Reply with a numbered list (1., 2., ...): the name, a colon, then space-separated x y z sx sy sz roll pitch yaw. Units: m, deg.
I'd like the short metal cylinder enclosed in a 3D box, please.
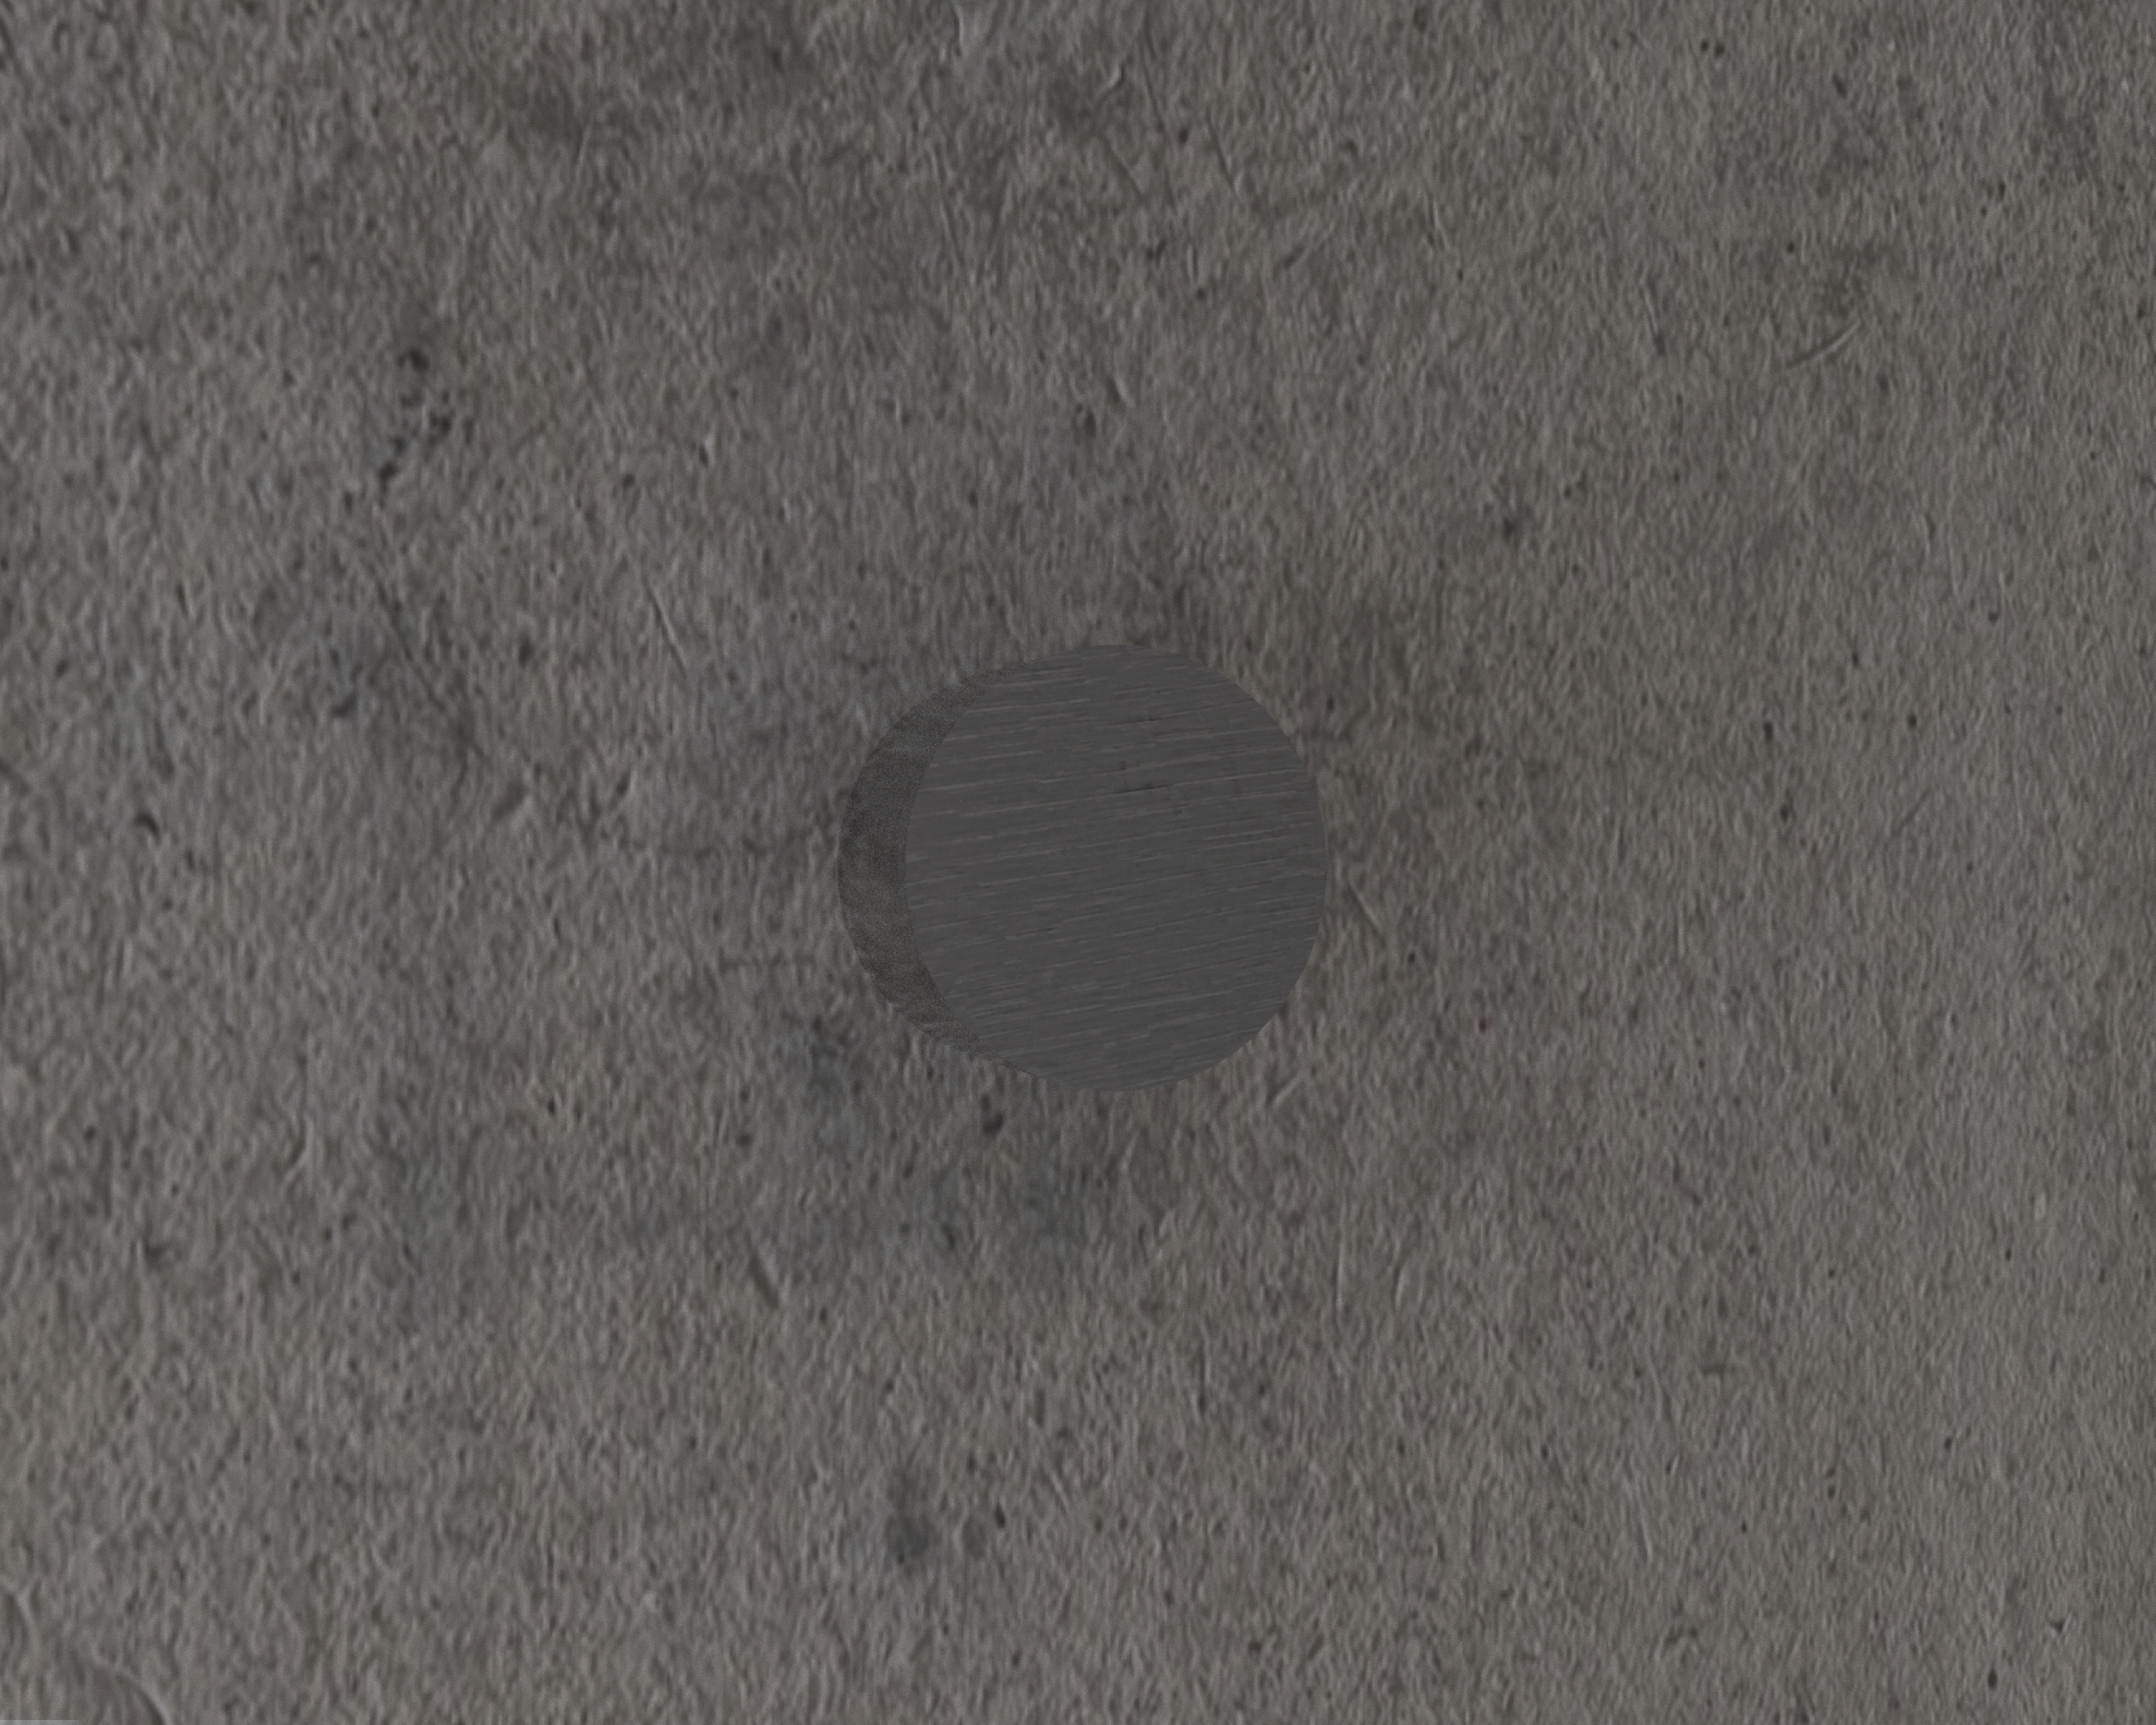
1. short metal cylinder: 0.000 0.001 0.395 0.081 0.050 0.080 0 90 -20
